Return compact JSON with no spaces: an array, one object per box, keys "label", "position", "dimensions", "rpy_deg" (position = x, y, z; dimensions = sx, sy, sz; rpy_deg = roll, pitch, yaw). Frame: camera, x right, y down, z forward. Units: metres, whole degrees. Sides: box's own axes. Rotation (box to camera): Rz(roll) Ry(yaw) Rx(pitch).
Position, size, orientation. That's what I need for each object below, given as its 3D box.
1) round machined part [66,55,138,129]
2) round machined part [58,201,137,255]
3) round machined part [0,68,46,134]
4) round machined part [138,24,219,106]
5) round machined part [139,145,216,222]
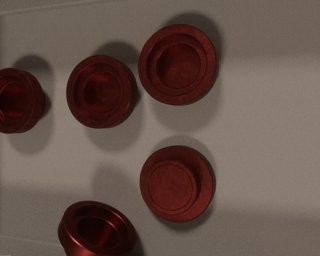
[{"label":"round machined part","position":[-0.075,-0.048,0.427],"dimensions":[0.098,0.042,0.097],"rpy_deg":[0,90,19]},{"label":"round machined part","position":[-0.084,0.142,0.401],"dimensions":[0.098,0.098,0.042],"rpy_deg":[32,107,17]},{"label":"round machined part","position":[-0.218,-0.040,0.476],"dimensions":[0.098,0.042,0.097],"rpy_deg":[0,90,19]},{"label":"round machined part","position":[0.026,-0.077,0.392],"dimensions":[0.098,0.042,0.097],"rpy_deg":[0,90,19]},{"label":"round machined part","position":[0.019,0.072,0.394],"dimensions":[0.098,0.042,0.097],"rpy_deg":[0,90,19]}]
